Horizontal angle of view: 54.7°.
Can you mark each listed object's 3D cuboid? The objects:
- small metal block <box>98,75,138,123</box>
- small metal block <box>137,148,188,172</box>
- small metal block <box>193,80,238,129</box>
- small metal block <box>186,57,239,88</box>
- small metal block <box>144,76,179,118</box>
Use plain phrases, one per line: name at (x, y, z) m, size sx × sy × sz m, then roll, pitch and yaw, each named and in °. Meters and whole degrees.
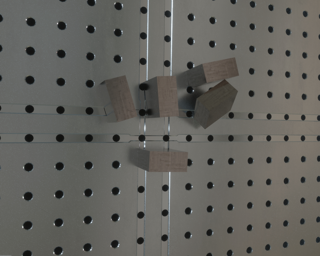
small metal block at (-0.053, -0.034, 0.380) m, size 0.025 × 0.050 × 0.050 m, roll -18°, pitch 96°, yaw -19°
small metal block at (0.002, 0.041, 0.401) m, size 0.050 × 0.050 × 0.025 m, roll 3°, pitch 89°, yaw -20°
small metal block at (0.075, -0.032, 0.426) m, size 0.050 × 0.050 × 0.025 m, roll -35°, pitch 68°, yaw -17°
small metal block at (0.071, -0.075, 0.427) m, size 0.050 × 0.050 × 0.025 m, roll -15°, pitch 94°, yaw -20°
small metal block at (0.001, -0.039, 0.401) m, size 0.025 × 0.050 × 0.050 m, roll -5°, pitch 92°, yaw -20°
